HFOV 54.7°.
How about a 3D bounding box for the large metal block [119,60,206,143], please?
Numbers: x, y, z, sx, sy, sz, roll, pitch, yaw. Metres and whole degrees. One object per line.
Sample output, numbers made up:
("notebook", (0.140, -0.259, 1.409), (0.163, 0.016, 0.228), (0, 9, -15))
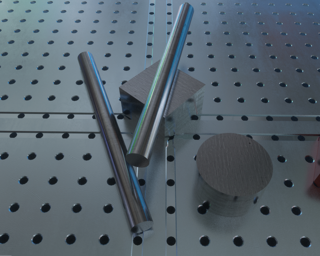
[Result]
("large metal block", (0.003, -0.039, 0.424), (0.080, 0.050, 0.080), (35, 58, 25))

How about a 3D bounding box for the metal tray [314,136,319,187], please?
("metal tray", (0.260, 0.047, 0.366), (0.130, 0.030, 0.090), (18, 52, 15))

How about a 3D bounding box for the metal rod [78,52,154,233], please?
("metal rod", (-0.070, -0.005, 0.411), (0.025, 0.025, 0.300), (-16, 52, -13))

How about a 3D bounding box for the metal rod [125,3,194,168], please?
("metal rod", (0.010, -0.079, 0.408), (0.025, 0.025, 0.300), (10, 51, 8))

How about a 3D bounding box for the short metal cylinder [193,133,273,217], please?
("short metal cylinder", (0.079, 0.052, 0.348), (0.081, 0.050, 0.080), (0, 50, 0))
